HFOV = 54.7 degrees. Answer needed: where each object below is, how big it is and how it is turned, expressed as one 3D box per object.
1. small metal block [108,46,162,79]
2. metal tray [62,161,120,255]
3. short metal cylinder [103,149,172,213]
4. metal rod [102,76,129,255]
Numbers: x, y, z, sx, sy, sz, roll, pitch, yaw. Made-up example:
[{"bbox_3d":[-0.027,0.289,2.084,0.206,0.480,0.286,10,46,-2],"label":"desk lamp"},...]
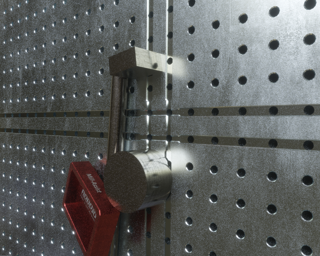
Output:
[{"bbox_3d":[-0.033,-0.086,0.421,0.050,0.050,0.025,-9,84,39],"label":"small metal block"},{"bbox_3d":[-0.109,0.121,0.471,0.130,0.030,0.089,41,121,48],"label":"metal tray"},{"bbox_3d":[-0.031,0.069,0.419,0.080,0.050,0.080,0,90,40],"label":"short metal cylinder"},{"bbox_3d":[-0.068,0.053,0.465,0.025,0.025,0.298,7,94,40],"label":"metal rod"}]
